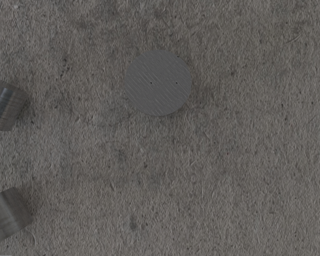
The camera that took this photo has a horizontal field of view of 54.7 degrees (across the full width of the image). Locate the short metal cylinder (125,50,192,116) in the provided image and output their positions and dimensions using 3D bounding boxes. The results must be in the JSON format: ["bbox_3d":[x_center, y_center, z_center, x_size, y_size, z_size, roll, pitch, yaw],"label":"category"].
[{"bbox_3d":[-0.002,-0.055,0.397,0.081,0.050,0.080,0,90,0],"label":"short metal cylinder"}]

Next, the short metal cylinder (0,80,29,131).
[{"bbox_3d":[-0.213,-0.036,0.381,0.080,0.080,0.050,27,90,0],"label":"short metal cylinder"}]

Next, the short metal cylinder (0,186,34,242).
[{"bbox_3d":[-0.206,0.114,0.381,0.080,0.080,0.050,-28,90,0],"label":"short metal cylinder"}]
